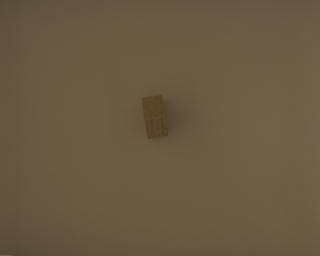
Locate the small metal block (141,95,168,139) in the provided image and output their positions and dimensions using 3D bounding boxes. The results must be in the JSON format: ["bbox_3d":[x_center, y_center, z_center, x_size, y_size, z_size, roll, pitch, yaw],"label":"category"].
[{"bbox_3d":[-0.006,-0.013,0.395,0.025,0.050,0.050,-9,90,0],"label":"small metal block"}]
